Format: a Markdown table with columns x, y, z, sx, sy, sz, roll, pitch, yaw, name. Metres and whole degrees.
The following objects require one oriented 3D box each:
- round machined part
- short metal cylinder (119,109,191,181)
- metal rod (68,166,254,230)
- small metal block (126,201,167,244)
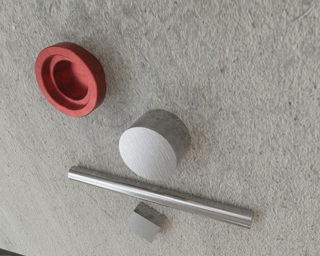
| x | y | z | sx | sy | sz | roll | pitch | yaw | name |
| --- | --- | --- | --- | --- | --- | --- | --- | --- | --- |
| -0.113 | -0.067 | 0.414 | 0.098 | 0.042 | 0.097 | 13 | 124 | 21 | round machined part |
| -0.006 | 0.022 | 0.407 | 0.080 | 0.050 | 0.079 | 13 | 124 | 21 | short metal cylinder |
| -0.013 | 0.101 | 0.475 | 0.301 | 0.025 | 0.025 | 10 | 123 | 22 | metal rod |
| -0.023 | 0.157 | 0.516 | 0.050 | 0.025 | 0.050 | 29 | 128 | 9 | small metal block |
